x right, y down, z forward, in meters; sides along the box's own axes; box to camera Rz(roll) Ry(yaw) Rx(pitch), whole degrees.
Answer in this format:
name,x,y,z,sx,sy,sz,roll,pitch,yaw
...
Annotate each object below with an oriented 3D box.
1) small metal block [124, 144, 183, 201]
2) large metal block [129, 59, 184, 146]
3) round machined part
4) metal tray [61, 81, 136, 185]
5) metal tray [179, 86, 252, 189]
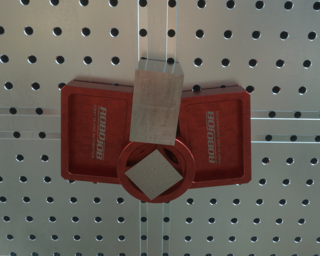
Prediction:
name,x,y,z,sx,sy,sz,roll,pitch,yaw
small metal block,-0.007,0.053,0.384,0.050,0.025,0.050,-37,106,12
large metal block,-0.005,-0.034,0.367,0.050,0.080,0.079,6,110,-2
round machined part,-0.004,0.046,0.407,0.099,0.042,0.097,0,110,0
metal tray,-0.081,0.008,0.409,0.091,0.030,0.129,6,110,-3
metal tray,0.072,0.014,0.412,0.091,0.030,0.129,-6,110,2
